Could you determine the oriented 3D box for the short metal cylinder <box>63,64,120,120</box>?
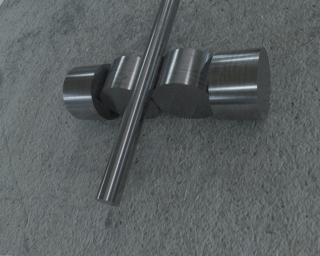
[{"bbox_3d":[-0.093,-0.051,0.450,0.050,0.080,0.080,1,62,29],"label":"short metal cylinder"}]

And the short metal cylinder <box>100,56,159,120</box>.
[{"bbox_3d":[-0.035,-0.053,0.421,0.080,0.080,0.050,1,62,28],"label":"short metal cylinder"}]

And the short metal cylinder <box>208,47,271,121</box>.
[{"bbox_3d":[0.093,-0.048,0.351,0.050,0.080,0.080,1,62,29],"label":"short metal cylinder"}]

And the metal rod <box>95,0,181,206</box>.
[{"bbox_3d":[-0.017,-0.057,0.370,0.025,0.025,0.300,1,62,28],"label":"metal rod"}]

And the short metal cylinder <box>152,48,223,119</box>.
[{"bbox_3d":[0.035,-0.053,0.383,0.080,0.080,0.050,1,62,28],"label":"short metal cylinder"}]
